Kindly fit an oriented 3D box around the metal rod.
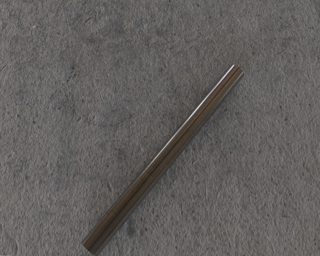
[{"bbox_3d":[0.013,0.030,0.397,0.025,0.025,0.301,37,74,12],"label":"metal rod"}]
